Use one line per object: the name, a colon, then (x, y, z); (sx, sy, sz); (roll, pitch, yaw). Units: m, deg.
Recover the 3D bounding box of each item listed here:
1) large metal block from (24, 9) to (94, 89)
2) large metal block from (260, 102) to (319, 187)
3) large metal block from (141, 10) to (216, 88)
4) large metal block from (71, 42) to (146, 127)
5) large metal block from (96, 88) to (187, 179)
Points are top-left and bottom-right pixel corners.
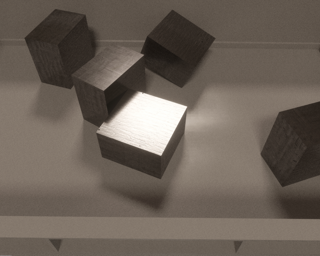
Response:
large metal block: (-0.146, -0.119, 0.467); (0.050, 0.080, 0.080); (14, 52, 11)
large metal block: (0.174, 0.017, 0.358); (0.081, 0.080, 0.050); (-14, 52, -12)
large metal block: (0.026, -0.122, 0.475); (0.080, 0.050, 0.080); (34, 55, 0)
large metal block: (-0.063, -0.053, 0.413); (0.050, 0.080, 0.080); (27, 55, 20)
large metal block: (-0.020, 0.005, 0.384); (0.080, 0.050, 0.080); (19, 52, 14)
